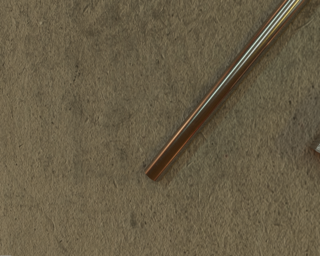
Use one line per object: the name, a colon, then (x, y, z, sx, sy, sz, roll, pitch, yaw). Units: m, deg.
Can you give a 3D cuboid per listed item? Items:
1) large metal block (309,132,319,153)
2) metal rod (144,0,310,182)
large metal block: (0.218, 0.010, 0.319, 0.080, 0.050, 0.080, 33, 101, 16)
metal rod: (0.080, -0.052, 0.380, 0.025, 0.025, 0.299, 42, 103, 15)
